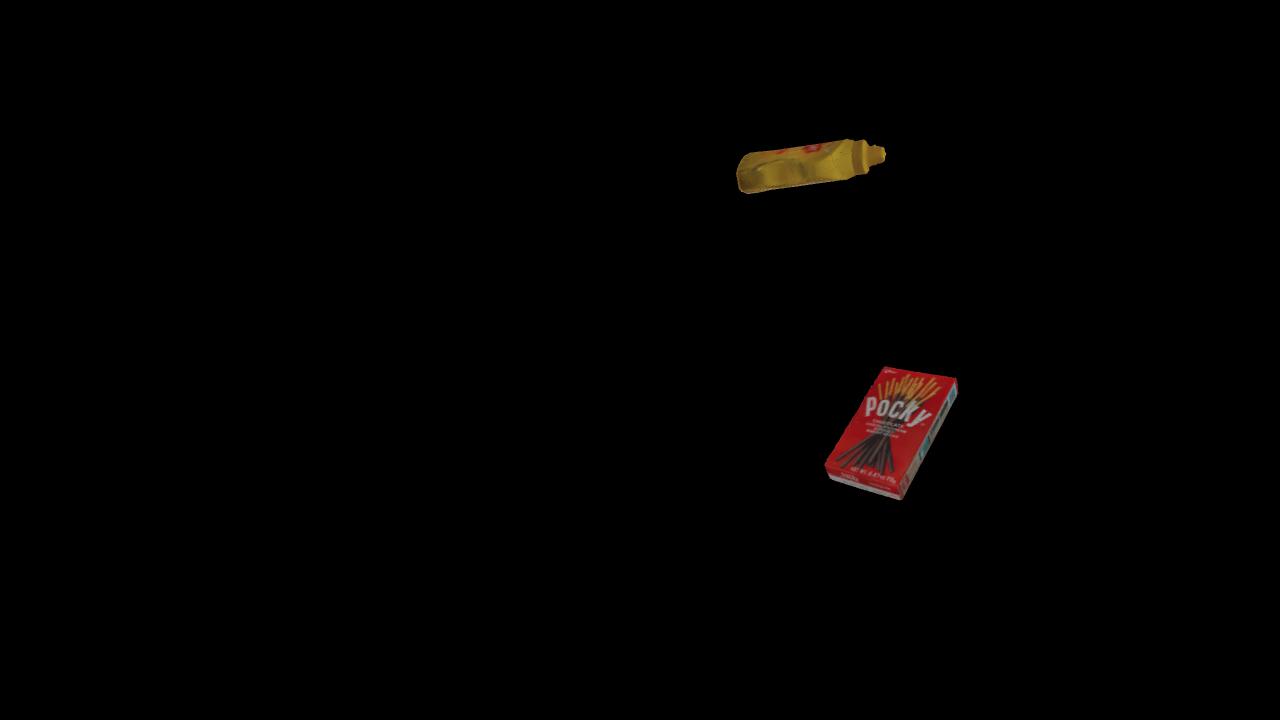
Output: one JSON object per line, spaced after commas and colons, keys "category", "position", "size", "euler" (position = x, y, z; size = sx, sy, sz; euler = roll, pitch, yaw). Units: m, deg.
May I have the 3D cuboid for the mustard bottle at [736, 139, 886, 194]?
{"category": "mustard bottle", "position": [0.228, -0.259, 0.815], "size": [0.184, 0.054, 0.092], "euler": [2, 23, 32]}

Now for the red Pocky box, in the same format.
{"category": "red Pocky box", "position": [0.269, 0.072, 0.657], "size": [0.083, 0.028, 0.155], "euler": [10, 51, 47]}
